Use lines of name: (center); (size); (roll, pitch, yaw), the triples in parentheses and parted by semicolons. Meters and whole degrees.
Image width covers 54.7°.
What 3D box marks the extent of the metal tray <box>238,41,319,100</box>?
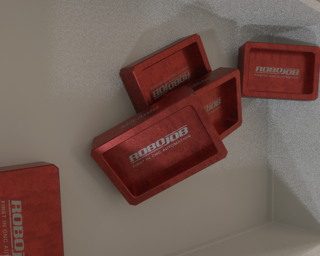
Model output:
metal tray: (0.200, -0.094, 0.524); (0.131, 0.030, 0.089); (3, 92, -5)

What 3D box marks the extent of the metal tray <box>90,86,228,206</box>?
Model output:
metal tray: (0.000, 0.023, 0.355); (0.130, 0.030, 0.090); (-29, 115, 5)

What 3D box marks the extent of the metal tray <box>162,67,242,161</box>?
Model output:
metal tray: (0.063, -0.021, 0.420); (0.131, 0.030, 0.089); (-31, 122, -37)

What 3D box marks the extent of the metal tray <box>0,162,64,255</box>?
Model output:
metal tray: (-0.140, 0.102, 0.287); (0.091, 0.030, 0.129); (-5, 93, -40)

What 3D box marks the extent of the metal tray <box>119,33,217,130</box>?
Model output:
metal tray: (0.018, -0.063, 0.419); (0.131, 0.030, 0.090); (-36, 113, -34)
